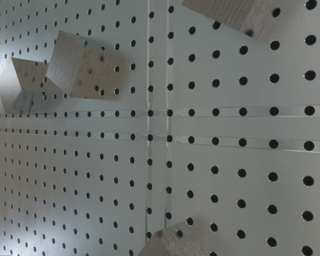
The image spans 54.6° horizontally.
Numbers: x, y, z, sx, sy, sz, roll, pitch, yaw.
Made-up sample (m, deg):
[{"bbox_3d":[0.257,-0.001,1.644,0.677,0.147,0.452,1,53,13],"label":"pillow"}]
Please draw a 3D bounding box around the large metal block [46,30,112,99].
[{"bbox_3d":[-0.134,-0.102,0.505,0.080,0.050,0.080,38,113,33],"label":"large metal block"}]

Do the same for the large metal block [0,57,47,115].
[{"bbox_3d":[-0.283,-0.083,0.629,0.080,0.050,0.080,-40,66,33],"label":"large metal block"}]

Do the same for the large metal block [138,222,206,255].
[{"bbox_3d":[0.014,0.180,0.382,0.080,0.050,0.080,47,118,30],"label":"large metal block"}]

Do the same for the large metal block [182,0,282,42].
[{"bbox_3d":[0.082,-0.148,0.326,0.080,0.050,0.080,39,114,33],"label":"large metal block"}]
